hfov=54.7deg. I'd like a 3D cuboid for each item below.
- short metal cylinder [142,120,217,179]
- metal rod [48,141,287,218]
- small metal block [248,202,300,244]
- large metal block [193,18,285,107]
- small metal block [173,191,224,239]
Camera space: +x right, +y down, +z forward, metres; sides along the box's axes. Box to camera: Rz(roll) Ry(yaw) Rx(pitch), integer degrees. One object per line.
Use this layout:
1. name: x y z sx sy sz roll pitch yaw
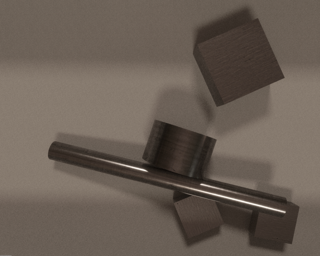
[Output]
1. short metal cylinder: 0.024 0.026 0.384 0.080 0.080 0.050 18 90 -1
2. metal rod: 0.004 0.063 0.394 0.302 0.025 0.025 13 90 6
3. small metal block: 0.151 0.121 0.414 0.050 0.025 0.050 12 90 -1
4. large metal block: 0.098 -0.081 0.400 0.080 0.050 0.080 -24 90 -1
5. small metal block: 0.050 0.110 0.412 0.050 0.025 0.050 -22 90 -1
